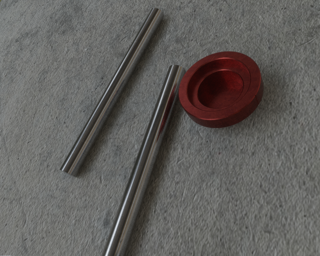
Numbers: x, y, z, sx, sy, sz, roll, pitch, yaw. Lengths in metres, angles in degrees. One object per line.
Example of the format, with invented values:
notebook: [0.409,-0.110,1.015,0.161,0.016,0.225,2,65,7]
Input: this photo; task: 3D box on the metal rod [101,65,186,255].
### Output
metal rod: [-0.020,0.049,0.382,0.025,0.025,0.300,5,64,30]

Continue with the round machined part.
round machined part: [0.076,-0.042,0.378,0.098,0.042,0.098,-13,56,20]

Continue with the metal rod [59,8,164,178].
metal rod: [-0.066,-0.065,0.476,0.025,0.025,0.300,14,68,33]
